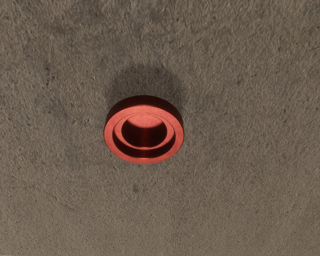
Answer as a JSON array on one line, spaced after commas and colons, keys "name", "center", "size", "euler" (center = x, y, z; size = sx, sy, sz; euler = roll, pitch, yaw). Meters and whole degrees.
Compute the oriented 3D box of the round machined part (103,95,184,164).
[{"name": "round machined part", "center": [-0.020, -0.002, 0.394], "size": [0.099, 0.042, 0.097], "euler": [-1, 130, 0]}]
